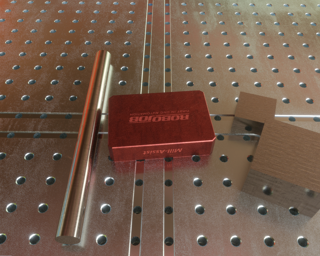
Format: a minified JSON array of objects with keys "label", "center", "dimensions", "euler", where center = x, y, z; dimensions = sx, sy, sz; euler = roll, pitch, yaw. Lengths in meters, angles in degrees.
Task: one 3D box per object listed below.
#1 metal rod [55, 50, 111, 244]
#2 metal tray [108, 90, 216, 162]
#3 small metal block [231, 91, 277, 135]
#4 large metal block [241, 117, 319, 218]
[{"label":"metal rod","center":[-0.092,-0.002,0.407],"dimensions":[0.025,0.025,0.300],"euler":[0,50,0]},{"label":"metal tray","center":[-0.001,-0.005,0.409],"dimensions":[0.131,0.030,0.090],"euler":[-4,50,-4]},{"label":"small metal block","center":[0.130,-0.020,0.426],"dimensions":[0.050,0.025,0.050],"euler":[14,51,11]},{"label":"large metal block","center":[0.148,0.043,0.357],"dimensions":[0.080,0.050,0.080],"euler":[19,53,15]}]
